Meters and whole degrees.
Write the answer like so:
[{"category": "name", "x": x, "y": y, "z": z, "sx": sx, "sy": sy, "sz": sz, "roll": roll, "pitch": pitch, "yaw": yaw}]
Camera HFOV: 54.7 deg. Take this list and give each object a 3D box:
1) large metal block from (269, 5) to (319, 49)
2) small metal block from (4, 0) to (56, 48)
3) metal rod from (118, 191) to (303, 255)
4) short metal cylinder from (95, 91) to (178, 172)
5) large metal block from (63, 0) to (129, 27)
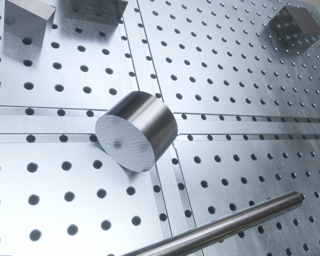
[{"category": "large metal block", "x": 0.309, "y": -0.226, "z": 0.700, "sx": 0.081, "sy": 0.050, "sz": 0.080, "roll": -10, "pitch": 67, "yaw": -33}, {"category": "small metal block", "x": -0.164, "y": -0.136, "z": 0.387, "sx": 0.050, "sy": 0.050, "sz": 0.025, "roll": 25, "pitch": 53, "yaw": -14}, {"category": "metal rod", "x": 0.071, "y": 0.123, "z": 0.372, "sx": 0.303, "sy": 0.025, "sz": 0.025, "roll": -8, "pitch": 66, "yaw": -32}, {"category": "short metal cylinder", "x": -0.027, "y": 0.004, "z": 0.357, "sx": 0.080, "sy": 0.080, "sz": 0.050, "roll": 42, "pitch": 51, "yaw": 0}, {"category": "large metal block", "x": -0.100, "y": -0.207, "z": 0.465, "sx": 0.081, "sy": 0.050, "sz": 0.080, "roll": 1, "pitch": 62, "yaw": -28}]
